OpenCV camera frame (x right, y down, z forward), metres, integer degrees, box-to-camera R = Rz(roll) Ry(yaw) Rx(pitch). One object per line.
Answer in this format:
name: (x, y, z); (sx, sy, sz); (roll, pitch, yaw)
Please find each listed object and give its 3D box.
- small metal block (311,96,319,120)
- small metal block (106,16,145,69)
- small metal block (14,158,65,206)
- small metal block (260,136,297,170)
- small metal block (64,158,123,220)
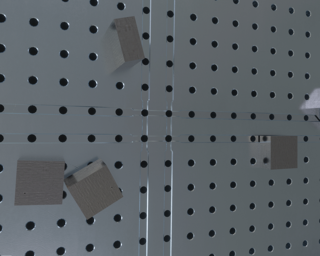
small metal block: (0.290, -0.034, 0.519); (0.050, 0.025, 0.050); (45, 76, -15)
small metal block: (-0.044, -0.104, 0.383); (0.025, 0.050, 0.050); (-16, 96, -19)
small metal block: (-0.139, 0.062, 0.361); (0.050, 0.025, 0.050); (4, 89, -20)
small metal block: (0.184, 0.037, 0.480); (0.050, 0.025, 0.050); (0, 90, -20)
small metal block: (-0.080, 0.073, 0.376); (0.050, 0.025, 0.050); (-31, 116, -18)
